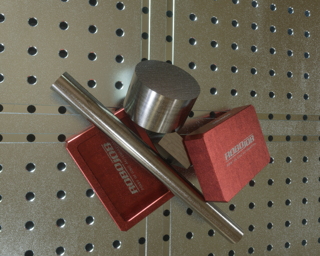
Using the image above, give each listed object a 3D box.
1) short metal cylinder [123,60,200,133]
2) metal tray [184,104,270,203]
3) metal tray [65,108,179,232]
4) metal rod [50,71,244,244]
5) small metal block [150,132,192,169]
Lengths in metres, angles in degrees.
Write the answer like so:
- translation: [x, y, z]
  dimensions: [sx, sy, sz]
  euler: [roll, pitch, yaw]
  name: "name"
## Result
- translation: [0.002, -0.039, 0.374]
  dimensions: [0.081, 0.080, 0.050]
  euler: [9, 129, -20]
  name: "short metal cylinder"
- translation: [0.096, 0.030, 0.414]
  dimensions: [0.131, 0.030, 0.090]
  euler: [-27, 100, -43]
  name: "metal tray"
- translation: [-0.046, 0.050, 0.389]
  dimensions: [0.090, 0.030, 0.130]
  euler: [-33, 101, -17]
  name: "metal tray"
- translation: [-0.004, 0.046, 0.375]
  dimensions: [0.300, 0.025, 0.025]
  euler: [43, 77, -16]
  name: "metal rod"
- translation: [0.015, 0.025, 0.400]
  dimensions: [0.050, 0.050, 0.025]
  euler: [42, 77, -15]
  name: "small metal block"
